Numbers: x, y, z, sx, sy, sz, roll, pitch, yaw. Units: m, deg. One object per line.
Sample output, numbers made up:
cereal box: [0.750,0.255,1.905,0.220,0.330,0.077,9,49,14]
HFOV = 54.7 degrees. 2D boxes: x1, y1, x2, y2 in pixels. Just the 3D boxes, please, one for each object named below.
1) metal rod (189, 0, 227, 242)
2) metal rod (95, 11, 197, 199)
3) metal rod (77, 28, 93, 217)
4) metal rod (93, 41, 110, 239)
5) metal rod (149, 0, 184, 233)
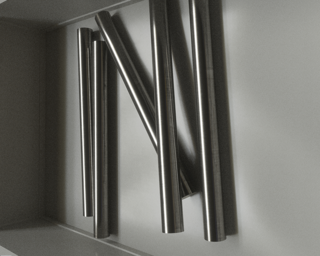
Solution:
metal rod: [0.054,-0.023,0.360,0.025,0.025,0.298,-6,86,39]
metal rod: [-0.027,-0.044,0.426,0.025,0.025,0.299,-39,67,33]
metal rod: [-0.116,-0.010,0.499,0.025,0.025,0.298,-4,88,39]
metal rod: [-0.091,0.017,0.478,0.025,0.025,0.298,-1,90,39]
metal rod: [0.006,-0.029,0.379,0.025,0.025,0.298,-12,76,39]
